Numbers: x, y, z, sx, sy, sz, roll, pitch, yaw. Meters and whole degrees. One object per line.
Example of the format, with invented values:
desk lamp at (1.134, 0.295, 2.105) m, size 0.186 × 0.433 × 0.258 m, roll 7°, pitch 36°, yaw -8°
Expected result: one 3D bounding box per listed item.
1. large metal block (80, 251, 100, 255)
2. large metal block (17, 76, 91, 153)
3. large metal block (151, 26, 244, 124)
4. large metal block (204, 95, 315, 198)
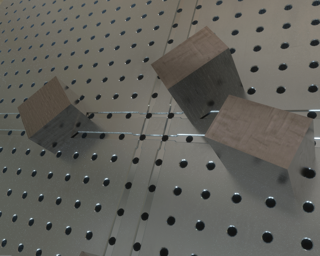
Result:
large metal block at (-0.056, 0.182, 0.308) m, size 0.080 × 0.050 × 0.080 m, roll 14°, pitch 69°, yaw 33°
large metal block at (-0.169, -0.022, 0.492) m, size 0.080 × 0.050 × 0.080 m, roll -39°, pitch 51°, yaw 1°
large metal block at (0.048, -0.063, 0.385) m, size 0.080 × 0.080 × 0.050 m, roll -34°, pitch 52°, yaw 5°
large metal block at (0.102, 0.019, 0.308) m, size 0.080 × 0.080 × 0.050 m, roll 23°, pitch 74°, yaw 36°
